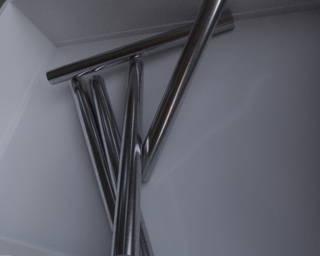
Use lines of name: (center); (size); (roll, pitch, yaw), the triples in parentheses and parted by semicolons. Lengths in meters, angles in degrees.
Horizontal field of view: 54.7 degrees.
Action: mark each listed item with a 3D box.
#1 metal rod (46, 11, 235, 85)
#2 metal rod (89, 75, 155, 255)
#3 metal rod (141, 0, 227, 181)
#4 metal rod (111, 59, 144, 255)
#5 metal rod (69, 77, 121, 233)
metal rod: (-0.037, -0.120, 0.478); (0.301, 0.025, 0.025); (-15, 56, 12)
metal rod: (-0.060, 0.029, 0.406); (0.025, 0.025, 0.300); (-30, 48, 9)
metal rod: (0.034, -0.076, 0.363); (0.025, 0.025, 0.298); (29, 100, 37)
metal rod: (-0.034, 0.010, 0.379); (0.025, 0.025, 0.300); (-19, 43, 17)
metal rod: (-0.096, 0.011, 0.447); (0.025, 0.025, 0.300); (-32, 52, 7)
